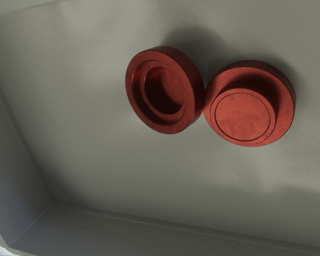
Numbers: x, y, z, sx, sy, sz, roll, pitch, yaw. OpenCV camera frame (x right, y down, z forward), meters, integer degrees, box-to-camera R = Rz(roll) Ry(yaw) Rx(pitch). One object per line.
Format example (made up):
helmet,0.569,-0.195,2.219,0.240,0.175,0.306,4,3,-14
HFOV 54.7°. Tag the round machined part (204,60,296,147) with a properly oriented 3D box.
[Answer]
round machined part,0.093,-0.020,0.336,0.098,0.042,0.097,13,124,21

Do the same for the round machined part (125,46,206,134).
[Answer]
round machined part,0.010,-0.045,0.355,0.098,0.042,0.097,21,126,32
